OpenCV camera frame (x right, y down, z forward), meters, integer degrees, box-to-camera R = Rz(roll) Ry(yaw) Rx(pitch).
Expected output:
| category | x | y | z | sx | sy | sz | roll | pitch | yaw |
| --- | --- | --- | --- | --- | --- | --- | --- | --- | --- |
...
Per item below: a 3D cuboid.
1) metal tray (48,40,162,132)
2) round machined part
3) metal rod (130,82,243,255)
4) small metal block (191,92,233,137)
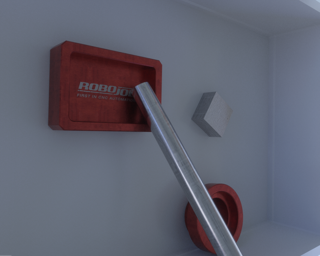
| category | x | y | z | sx | sy | sz | roll | pitch | yaw |
| --- | --- | --- | --- | --- | --- | --- | --- | --- | --- |
| metal tray | -0.057 | -0.041 | 0.356 | 0.131 | 0.030 | 0.089 | 2 | 89 | -40 |
| round machined part | 0.075 | 0.131 | 0.457 | 0.099 | 0.042 | 0.097 | 6 | 80 | -38 |
| metal rod | 0.046 | 0.082 | 0.352 | 0.025 | 0.025 | 0.299 | -22 | 80 | -38 |
| small metal block | 0.081 | -0.020 | 0.478 | 0.050 | 0.025 | 0.050 | 41 | 65 | -33 |
